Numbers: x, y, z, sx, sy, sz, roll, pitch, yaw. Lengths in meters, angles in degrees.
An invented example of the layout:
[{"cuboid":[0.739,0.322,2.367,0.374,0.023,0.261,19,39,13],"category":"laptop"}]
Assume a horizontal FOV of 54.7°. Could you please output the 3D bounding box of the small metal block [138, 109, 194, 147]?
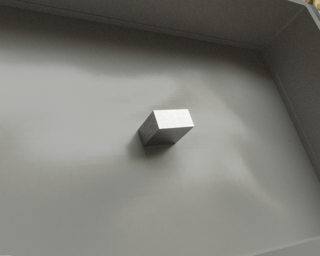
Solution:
[{"cuboid":[0.007,0.000,0.395,0.050,0.050,0.025,-4,64,-31],"category":"small metal block"}]
